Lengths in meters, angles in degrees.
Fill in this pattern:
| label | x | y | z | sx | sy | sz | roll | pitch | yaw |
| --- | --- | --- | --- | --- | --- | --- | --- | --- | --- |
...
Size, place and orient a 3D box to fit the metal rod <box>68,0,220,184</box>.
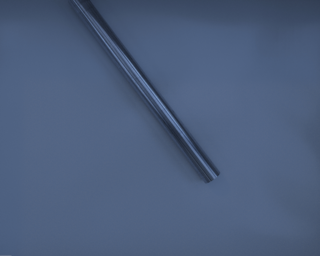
| label | x | y | z | sx | sy | sz | roll | pitch | yaw |
| --- | --- | --- | --- | --- | --- | --- | --- | --- | --- |
| metal rod | -0.020 | -0.053 | 0.411 | 0.025 | 0.025 | 0.299 | -37 | 90 | 0 |
